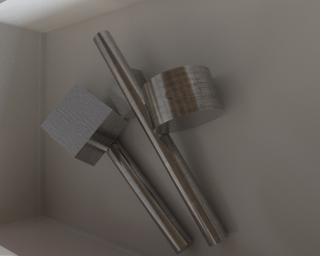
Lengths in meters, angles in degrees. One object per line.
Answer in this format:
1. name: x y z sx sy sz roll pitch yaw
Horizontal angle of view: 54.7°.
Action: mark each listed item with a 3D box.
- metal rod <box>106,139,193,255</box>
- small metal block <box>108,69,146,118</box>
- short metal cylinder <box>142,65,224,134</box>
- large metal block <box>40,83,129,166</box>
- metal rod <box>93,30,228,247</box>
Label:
1. metal rod: -0.055 0.046 0.449 0.300 0.025 0.025 50 119 28
2. small metal block: -0.041 -0.049 0.438 0.050 0.025 0.050 -44 64 30
3. short metal cylinder: 0.025 -0.030 0.349 0.080 0.081 0.050 -25 75 37
4. large metal block: -0.108 -0.005 0.445 0.080 0.050 0.080 35 84 27
5. metal rod: -0.006 0.002 0.386 0.025 0.025 0.299 -39 74 33
